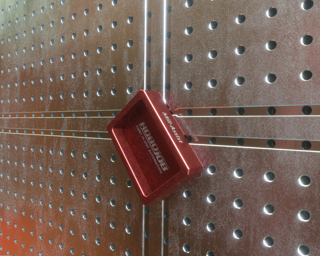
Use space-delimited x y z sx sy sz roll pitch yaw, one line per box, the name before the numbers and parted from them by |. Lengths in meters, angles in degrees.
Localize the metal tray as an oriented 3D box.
metal tray | -0.012 0.025 0.414 0.090 0.030 0.130 -43 64 31
